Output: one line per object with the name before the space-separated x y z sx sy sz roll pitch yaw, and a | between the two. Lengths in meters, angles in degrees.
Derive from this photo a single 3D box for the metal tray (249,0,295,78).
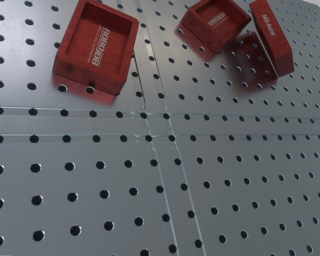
metal tray | 0.213 -0.171 0.590 0.090 0.030 0.130 33 38 -60

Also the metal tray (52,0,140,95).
metal tray | -0.084 -0.117 0.430 0.091 0.030 0.130 19 54 -17

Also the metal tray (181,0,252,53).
metal tray | 0.110 -0.205 0.588 0.090 0.030 0.131 43 51 2
